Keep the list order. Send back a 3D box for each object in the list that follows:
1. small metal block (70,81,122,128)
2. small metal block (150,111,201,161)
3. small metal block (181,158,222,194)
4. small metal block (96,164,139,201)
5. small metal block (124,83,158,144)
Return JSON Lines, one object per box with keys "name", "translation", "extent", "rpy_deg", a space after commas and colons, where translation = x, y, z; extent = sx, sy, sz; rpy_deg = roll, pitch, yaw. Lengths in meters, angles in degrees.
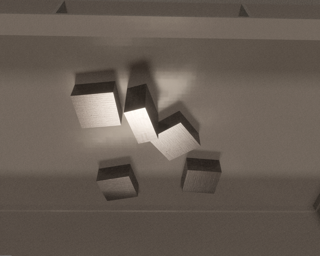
{"name": "small metal block", "translation": [-0.077, -0.028, 0.384], "extent": [0.050, 0.025, 0.050], "rpy_deg": [-5, 130, 3]}
{"name": "small metal block", "translation": [0.019, 0.011, 0.419], "extent": [0.050, 0.025, 0.050], "rpy_deg": [-28, 125, 21]}
{"name": "small metal block", "translation": [0.062, 0.073, 0.473], "extent": [0.050, 0.025, 0.050], "rpy_deg": [5, 130, -5]}
{"name": "small metal block", "translation": [-0.065, 0.085, 0.481], "extent": [0.050, 0.025, 0.050], "rpy_deg": [-10, 130, 8]}
{"name": "small metal block", "translation": [-0.021, -0.018, 0.377], "extent": [0.025, 0.050, 0.050], "rpy_deg": [-13, 129, 10]}
